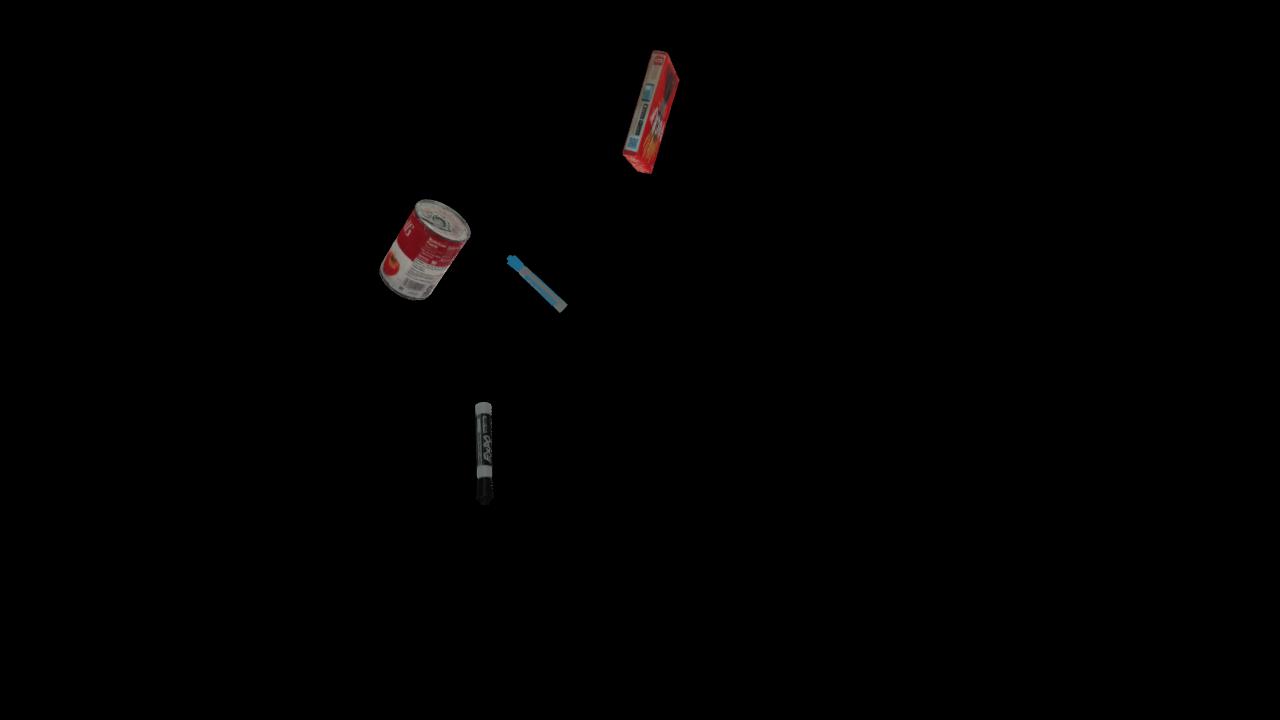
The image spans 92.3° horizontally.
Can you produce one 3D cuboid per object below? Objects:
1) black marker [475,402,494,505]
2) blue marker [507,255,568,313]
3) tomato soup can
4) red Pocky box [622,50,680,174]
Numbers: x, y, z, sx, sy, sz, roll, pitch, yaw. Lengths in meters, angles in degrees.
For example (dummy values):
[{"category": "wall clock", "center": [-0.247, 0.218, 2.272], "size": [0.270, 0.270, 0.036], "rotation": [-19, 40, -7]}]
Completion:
[{"category": "black marker", "center": [-0.178, 0.106, 0.703], "size": [0.020, 0.121, 0.020], "rotation": [-7, -29, -4]}, {"category": "blue marker", "center": [-0.166, -0.124, 0.986], "size": [0.121, 0.020, 0.020], "rotation": [44, -5, -5]}, {"category": "tomato soup can", "center": [-0.252, -0.127, 0.719], "size": [0.068, 0.068, 0.101], "rotation": [0, -39, -52]}, {"category": "red Pocky box", "center": [0.018, -0.365, 0.917], "size": [0.028, 0.155, 0.083], "rotation": [18, 3, 15]}]
